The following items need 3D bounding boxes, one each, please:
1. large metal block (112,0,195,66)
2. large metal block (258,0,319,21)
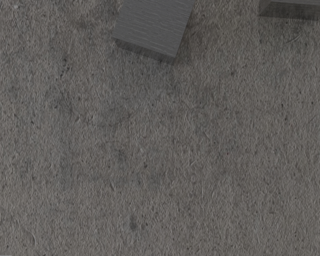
[{"bbox_3d":[-0.007,-0.135,0.397,0.080,0.050,0.080,19,90,0],"label":"large metal block"},{"bbox_3d":[0.178,-0.189,0.398,0.080,0.050,0.080,5,90,0],"label":"large metal block"}]
